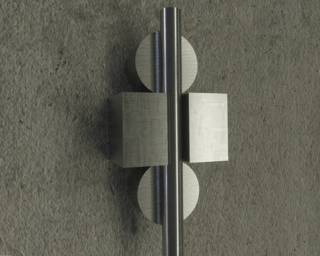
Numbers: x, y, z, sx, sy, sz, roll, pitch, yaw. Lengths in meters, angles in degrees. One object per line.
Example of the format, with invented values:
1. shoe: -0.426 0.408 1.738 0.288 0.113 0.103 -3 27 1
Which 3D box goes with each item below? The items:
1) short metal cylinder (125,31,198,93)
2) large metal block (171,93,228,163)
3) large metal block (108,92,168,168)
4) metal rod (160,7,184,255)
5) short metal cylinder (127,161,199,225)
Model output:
1. short metal cylinder: 0.001 -0.078 0.397 0.081 0.050 0.080 0 90 -20
2. large metal block: 0.043 -0.001 0.397 0.050 0.080 0.080 -1 90 -20
3. large metal block: -0.029 0.001 0.370 0.050 0.080 0.080 -1 90 -20
4. metal rod: 0.014 0.013 0.362 0.025 0.025 0.298 -1 90 -20
5. short metal cylinder: 0.003 0.078 0.399 0.081 0.050 0.080 0 90 -20
